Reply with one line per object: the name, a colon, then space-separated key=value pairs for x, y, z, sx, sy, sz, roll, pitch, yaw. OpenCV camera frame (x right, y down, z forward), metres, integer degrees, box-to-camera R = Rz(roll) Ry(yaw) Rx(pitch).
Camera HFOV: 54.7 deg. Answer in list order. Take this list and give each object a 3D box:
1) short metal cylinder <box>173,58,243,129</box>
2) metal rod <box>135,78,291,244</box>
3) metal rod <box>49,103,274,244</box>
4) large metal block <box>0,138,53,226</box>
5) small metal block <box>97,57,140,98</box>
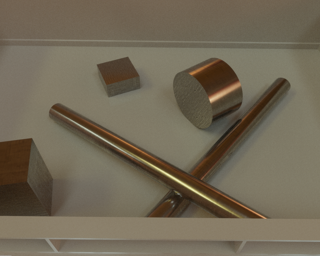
short metal cylinder: x=0.061 y=-0.046 z=0.409 sx=0.050 sy=0.080 sz=0.080 roll=-28 pitch=56 yaw=-22
metal rod: x=0.083 y=0.022 z=0.387 sx=0.025 sy=0.025 sz=0.302 roll=34 pitch=57 yaw=25
metal rod: x=-0.022 y=0.035 z=0.350 sx=0.300 sy=0.025 sz=0.025 roll=26 pitch=54 yaw=29
large metal block: x=-0.163 y=0.059 z=0.317 sx=0.081 sy=0.080 sz=0.050 roll=-7 pitch=51 yaw=-7
small metal block: x=-0.063 y=-0.078 z=0.470 sx=0.050 sy=0.025 sz=0.050 roll=-18 pitch=53 yaw=-15
